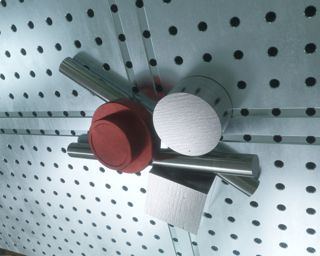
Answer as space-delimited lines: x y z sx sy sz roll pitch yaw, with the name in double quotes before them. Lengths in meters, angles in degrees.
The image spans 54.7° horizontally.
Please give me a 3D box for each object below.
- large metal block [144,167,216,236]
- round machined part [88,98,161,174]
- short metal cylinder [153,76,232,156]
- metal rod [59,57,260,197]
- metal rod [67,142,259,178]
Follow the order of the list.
"large metal block" 0.028 0.090 0.432 0.080 0.050 0.079 18 126 17
"round machined part" -0.051 0.015 0.391 0.098 0.042 0.097 14 117 29
"short metal cylinder" 0.039 -0.014 0.363 0.080 0.050 0.079 13 124 20
"metal rod" -0.005 -0.005 0.410 0.301 0.025 0.025 33 129 5
"metal rod" -0.020 0.038 0.420 0.300 0.025 0.025 1 119 35
